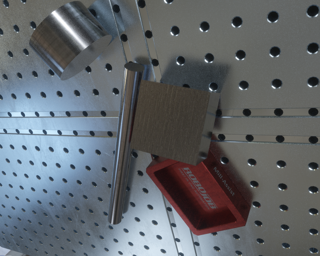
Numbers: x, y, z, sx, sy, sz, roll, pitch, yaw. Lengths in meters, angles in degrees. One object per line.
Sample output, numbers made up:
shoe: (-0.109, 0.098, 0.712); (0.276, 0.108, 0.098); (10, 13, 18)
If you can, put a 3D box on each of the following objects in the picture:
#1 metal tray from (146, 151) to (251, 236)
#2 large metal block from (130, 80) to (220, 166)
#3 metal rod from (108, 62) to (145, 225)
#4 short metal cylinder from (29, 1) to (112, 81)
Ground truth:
metal tray: (0.053, 0.087, 0.433); (0.090, 0.030, 0.130); (-28, 103, 37)
large metal block: (0.018, -0.009, 0.361); (0.080, 0.050, 0.079); (13, 99, 20)
metal rod: (-0.056, 0.044, 0.467); (0.025, 0.025, 0.298); (22, 127, 15)
short metal cylinder: (-0.104, -0.102, 0.368); (0.050, 0.080, 0.080); (48, 129, -6)
